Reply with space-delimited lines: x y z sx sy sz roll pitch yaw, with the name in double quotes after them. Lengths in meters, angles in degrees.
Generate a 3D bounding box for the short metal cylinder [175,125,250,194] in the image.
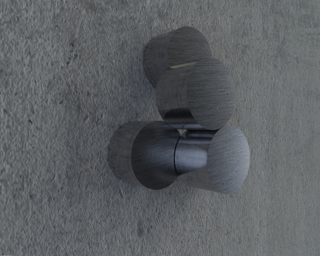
0.065 0.037 0.378 0.081 0.050 0.080 0 90 -40 "short metal cylinder"

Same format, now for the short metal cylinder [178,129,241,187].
0.073 0.042 0.450 0.081 0.050 0.080 0 90 -40 "short metal cylinder"

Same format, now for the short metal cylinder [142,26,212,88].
0.024 -0.088 0.410 0.081 0.050 0.080 0 90 -40 "short metal cylinder"

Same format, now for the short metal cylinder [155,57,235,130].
0.042 -0.038 0.359 0.081 0.050 0.080 0 90 -40 "short metal cylinder"

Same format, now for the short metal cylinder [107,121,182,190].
-0.016 0.031 0.376 0.081 0.050 0.080 0 90 -40 "short metal cylinder"
